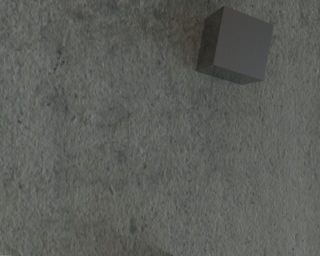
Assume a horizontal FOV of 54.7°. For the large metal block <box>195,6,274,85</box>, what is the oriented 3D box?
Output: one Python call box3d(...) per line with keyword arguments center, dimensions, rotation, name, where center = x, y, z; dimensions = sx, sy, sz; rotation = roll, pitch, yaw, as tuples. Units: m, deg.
box3d(center=(0.104, -0.112, 0.435), dimensions=(0.081, 0.050, 0.080), rotation=(12, 86, -20), name="large metal block")
